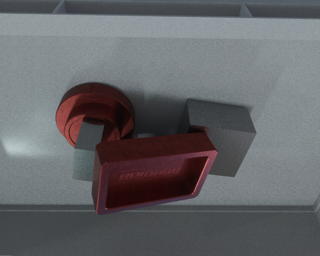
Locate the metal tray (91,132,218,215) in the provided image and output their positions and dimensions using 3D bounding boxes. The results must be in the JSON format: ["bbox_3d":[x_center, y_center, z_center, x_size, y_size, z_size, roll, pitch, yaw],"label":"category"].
[{"bbox_3d":[-0.008,0.052,0.355,0.131,0.030,0.089,-5,133,-22],"label":"metal tray"}]

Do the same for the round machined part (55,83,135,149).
[{"bbox_3d":[-0.082,-0.004,0.391,0.099,0.042,0.097,-1,130,0],"label":"round machined part"}]

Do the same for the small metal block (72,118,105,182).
[{"bbox_3d":[-0.082,0.025,0.356,0.025,0.050,0.050,10,130,-8],"label":"small metal block"}]

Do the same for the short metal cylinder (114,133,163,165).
[{"bbox_3d":[-0.021,0.051,0.418,0.081,0.050,0.080,-10,144,-7],"label":"short metal cylinder"}]

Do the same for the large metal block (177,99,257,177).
[{"bbox_3d":[0.067,0.015,0.403,0.081,0.050,0.079,7,130,-7],"label":"large metal block"}]
